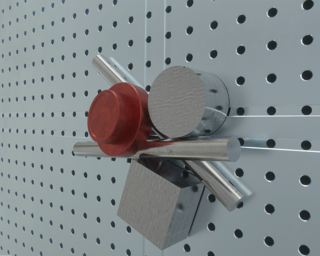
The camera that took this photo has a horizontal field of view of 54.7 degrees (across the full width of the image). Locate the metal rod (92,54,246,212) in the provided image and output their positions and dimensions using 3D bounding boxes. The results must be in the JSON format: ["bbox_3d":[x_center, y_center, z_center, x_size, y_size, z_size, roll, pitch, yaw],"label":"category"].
[{"bbox_3d":[-0.005,-0.011,0.412,0.300,0.025,0.025,46,117,30],"label":"metal rod"}]

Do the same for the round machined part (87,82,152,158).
[{"bbox_3d":[-0.057,-0.012,0.400,0.098,0.042,0.098,-12,73,43],"label":"round machined part"}]

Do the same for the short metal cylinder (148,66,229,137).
[{"bbox_3d":[0.033,-0.029,0.363,0.080,0.050,0.079,0,90,39],"label":"short metal cylinder"}]

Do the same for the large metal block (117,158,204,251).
[{"bbox_3d":[-0.001,0.089,0.389,0.080,0.050,0.079,25,106,37],"label":"large metal block"}]

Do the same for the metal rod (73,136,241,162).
[{"bbox_3d":[-0.031,0.028,0.409,0.300,0.025,0.025,-4,88,47],"label":"metal rod"}]
